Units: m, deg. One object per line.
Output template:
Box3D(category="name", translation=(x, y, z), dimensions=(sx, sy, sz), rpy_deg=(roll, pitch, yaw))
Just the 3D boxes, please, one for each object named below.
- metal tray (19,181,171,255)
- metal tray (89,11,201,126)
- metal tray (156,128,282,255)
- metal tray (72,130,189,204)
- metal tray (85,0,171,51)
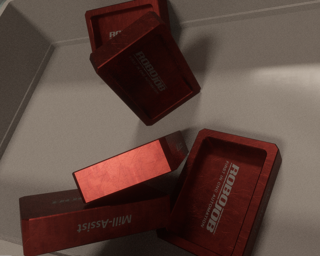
Box3D(category="metal tray", translation=(-0.066, 0.082, 0.307), dimensions=(0.090, 0.131, 0.030), rpy_deg=(0, 94, 64))
Box3D(category="metal tray", translation=(-0.012, -0.066, 0.384), dimensions=(0.090, 0.130, 0.030), rpy_deg=(-35, 52, 5))
Box3D(category="metal tray", translation=(0.063, 0.070, 0.325), dimensions=(0.090, 0.030, 0.130), rpy_deg=(14, 68, 33))
Box3D(category="metal tray", translation=(-0.021, 0.035, 0.327), dimensions=(0.090, 0.130, 0.030), rpy_deg=(-22, 88, 10))
Box3D(category="metal tray", translation=(-0.048, -0.145, 0.479), dimensions=(0.130, 0.089, 0.030), rpy_deg=(0, 18, 27))
